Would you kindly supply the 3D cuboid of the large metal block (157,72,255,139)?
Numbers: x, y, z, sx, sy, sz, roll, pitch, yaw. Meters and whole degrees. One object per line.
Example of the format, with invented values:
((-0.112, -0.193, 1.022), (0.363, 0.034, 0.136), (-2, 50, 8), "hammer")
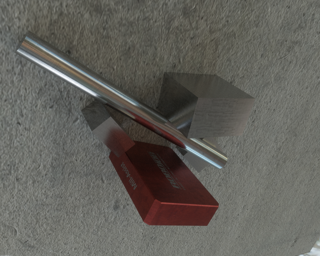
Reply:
((0.054, -0.030, 0.384), (0.081, 0.080, 0.050), (-2, 120, -28), "large metal block")

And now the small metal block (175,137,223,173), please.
((0.059, 0.032, 0.463), (0.050, 0.025, 0.050), (-41, 130, 0), "small metal block")

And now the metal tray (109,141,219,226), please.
((0.000, 0.063, 0.381), (0.091, 0.130, 0.030), (13, 112, -34), "metal tray")

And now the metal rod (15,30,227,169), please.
((-0.020, -0.016, 0.371), (0.301, 0.025, 0.025), (31, 101, -33), "metal rod")

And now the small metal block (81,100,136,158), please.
((-0.060, -0.001, 0.359), (0.025, 0.050, 0.050), (-39, 130, -2), "small metal block")
